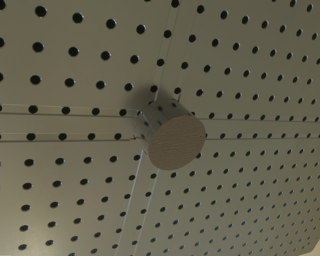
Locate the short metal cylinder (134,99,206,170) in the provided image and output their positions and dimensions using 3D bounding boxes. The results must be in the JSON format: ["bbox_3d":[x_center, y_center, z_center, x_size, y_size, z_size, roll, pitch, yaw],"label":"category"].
[{"bbox_3d":[0.012,0.008,0.406,0.081,0.050,0.080,-14,124,-21],"label":"short metal cylinder"}]
